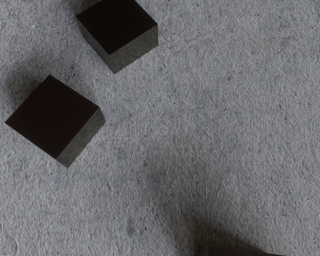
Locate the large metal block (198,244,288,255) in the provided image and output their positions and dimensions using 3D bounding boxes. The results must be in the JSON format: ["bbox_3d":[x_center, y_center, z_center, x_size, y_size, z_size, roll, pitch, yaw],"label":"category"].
[{"bbox_3d":[0.083,0.154,0.323,0.080,0.080,0.050,7,70,2],"label":"large metal block"}]

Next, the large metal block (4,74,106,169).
[{"bbox_3d":[-0.130,-0.008,0.397,0.080,0.050,0.080,33,73,11],"label":"large metal block"}]

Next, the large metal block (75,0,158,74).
[{"bbox_3d":[-0.059,-0.139,0.445,0.080,0.050,0.080,-37,74,-12],"label":"large metal block"}]
